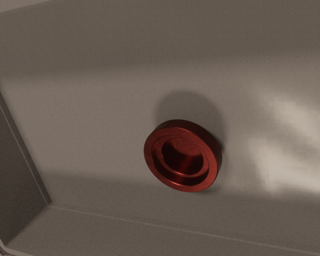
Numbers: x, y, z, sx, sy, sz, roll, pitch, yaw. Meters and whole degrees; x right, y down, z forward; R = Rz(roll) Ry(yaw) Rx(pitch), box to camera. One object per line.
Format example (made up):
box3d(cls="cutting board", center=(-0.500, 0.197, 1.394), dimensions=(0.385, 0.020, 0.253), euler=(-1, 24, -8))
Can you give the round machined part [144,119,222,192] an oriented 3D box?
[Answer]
box3d(cls="round machined part", center=(0.032, 0.031, 0.399), dimensions=(0.098, 0.042, 0.097), euler=(13, 124, 20))
